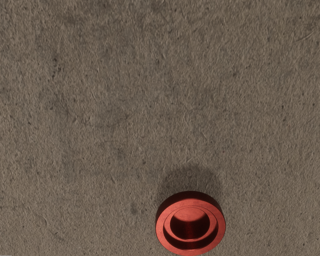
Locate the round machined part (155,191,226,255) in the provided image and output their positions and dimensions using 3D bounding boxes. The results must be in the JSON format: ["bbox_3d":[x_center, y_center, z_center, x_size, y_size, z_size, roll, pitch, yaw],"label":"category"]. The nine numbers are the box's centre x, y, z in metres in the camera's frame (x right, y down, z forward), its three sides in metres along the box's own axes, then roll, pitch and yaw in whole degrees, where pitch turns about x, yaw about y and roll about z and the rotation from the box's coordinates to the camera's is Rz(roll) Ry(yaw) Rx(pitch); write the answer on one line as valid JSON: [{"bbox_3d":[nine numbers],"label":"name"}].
[{"bbox_3d":[0.043,0.133,0.450,0.099,0.042,0.097,0,110,-1],"label":"round machined part"}]
